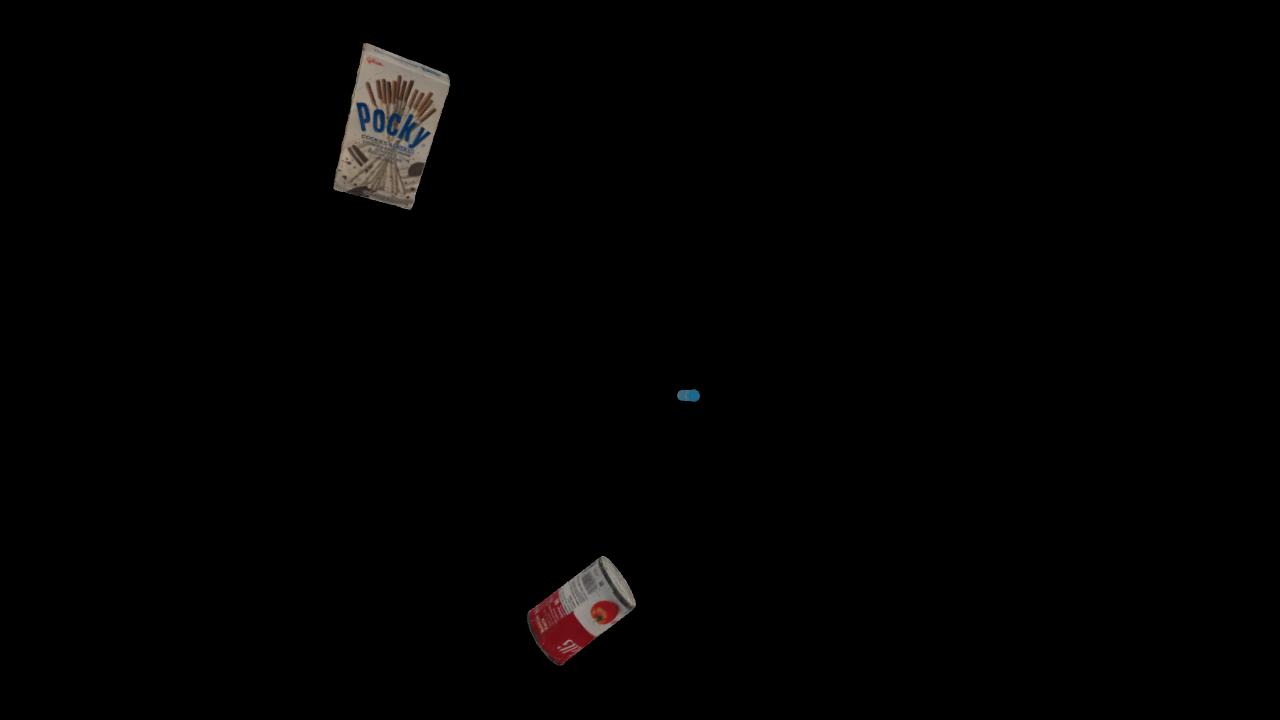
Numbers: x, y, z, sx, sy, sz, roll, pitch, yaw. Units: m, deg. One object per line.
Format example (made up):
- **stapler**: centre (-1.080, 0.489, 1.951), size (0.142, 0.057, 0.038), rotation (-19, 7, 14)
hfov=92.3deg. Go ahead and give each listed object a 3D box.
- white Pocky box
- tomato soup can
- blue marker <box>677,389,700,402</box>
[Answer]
- **white Pocky box**: centre (-0.261, -0.236, 0.642), size (0.084, 0.154, 0.028), rotation (10, 40, -31)
- **tomato soup can**: centre (-0.062, 0.271, 0.670), size (0.101, 0.068, 0.068), rotation (-37, 2, -2)
- **blue marker**: centre (0.078, 0.057, 0.991), size (0.020, 0.020, 0.121), rotation (0, -3, -5)
